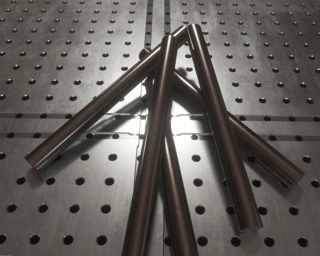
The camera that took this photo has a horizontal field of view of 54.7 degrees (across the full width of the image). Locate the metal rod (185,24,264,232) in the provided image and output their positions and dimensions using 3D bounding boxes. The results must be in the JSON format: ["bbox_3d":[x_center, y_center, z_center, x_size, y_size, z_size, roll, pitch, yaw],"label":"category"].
[{"bbox_3d":[0.073,-0.022,0.397,0.025,0.025,0.299,-6,59,-6],"label":"metal rod"}]

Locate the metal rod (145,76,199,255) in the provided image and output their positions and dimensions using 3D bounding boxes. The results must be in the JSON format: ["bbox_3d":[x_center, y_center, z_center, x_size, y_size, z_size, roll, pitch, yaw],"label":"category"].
[{"bbox_3d":[0.011,0.045,0.369,0.025,0.025,0.300,-6,50,-6],"label":"metal rod"}]

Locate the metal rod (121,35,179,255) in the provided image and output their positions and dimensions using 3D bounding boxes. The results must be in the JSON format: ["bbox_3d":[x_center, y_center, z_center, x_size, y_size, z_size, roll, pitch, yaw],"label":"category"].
[{"bbox_3d":[-0.006,0.003,0.373,0.025,0.025,0.300,6,60,5],"label":"metal rod"}]

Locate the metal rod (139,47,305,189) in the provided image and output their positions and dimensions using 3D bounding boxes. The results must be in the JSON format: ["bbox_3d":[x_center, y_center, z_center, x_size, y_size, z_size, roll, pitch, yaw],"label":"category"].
[{"bbox_3d":[0.067,-0.030,0.433,0.025,0.025,0.300,-31,57,-23],"label":"metal rod"}]

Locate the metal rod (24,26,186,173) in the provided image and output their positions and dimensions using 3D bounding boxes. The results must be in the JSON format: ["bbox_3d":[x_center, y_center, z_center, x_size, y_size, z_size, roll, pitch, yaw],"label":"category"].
[{"bbox_3d":[-0.057,-0.054,0.430,0.025,0.025,0.301,33,63,24],"label":"metal rod"}]
